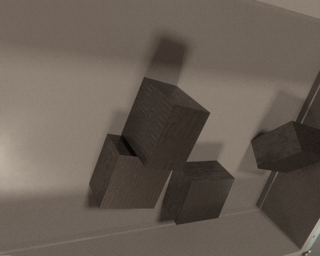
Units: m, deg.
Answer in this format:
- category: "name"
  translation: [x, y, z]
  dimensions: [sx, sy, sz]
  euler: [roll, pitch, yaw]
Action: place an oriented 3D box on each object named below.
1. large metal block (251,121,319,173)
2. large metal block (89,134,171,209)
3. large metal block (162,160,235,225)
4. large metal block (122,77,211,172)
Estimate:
- category: "large metal block"
  translation: [0.213, 0.034, 0.509]
  dimensions: [0.081, 0.050, 0.080]
  euler: [12, 148, -34]
- category: "large metal block"
  translation: [-0.038, 0.059, 0.410]
  dimensions: [0.081, 0.050, 0.079]
  euler: [10, 114, -33]
- category: "large metal block"
  translation: [0.059, 0.100, 0.489]
  dimensions: [0.081, 0.050, 0.079]
  euler: [1, 118, -29]
- category: "large metal block"
  translation: [0.003, -0.005, 0.373]
  dimensions: [0.050, 0.080, 0.079]
  euler: [11, 113, -33]
